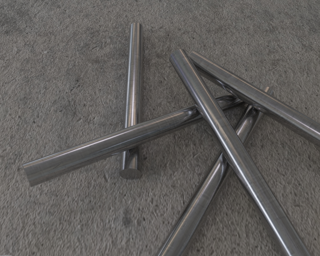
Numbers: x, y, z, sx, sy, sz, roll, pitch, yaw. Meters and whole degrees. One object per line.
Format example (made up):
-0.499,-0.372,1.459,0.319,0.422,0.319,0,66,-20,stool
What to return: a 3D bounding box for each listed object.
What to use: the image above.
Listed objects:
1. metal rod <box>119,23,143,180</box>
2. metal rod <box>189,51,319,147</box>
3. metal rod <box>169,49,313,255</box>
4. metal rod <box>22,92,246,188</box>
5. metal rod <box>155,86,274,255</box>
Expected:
-0.038,-0.061,0.454,0.025,0.025,0.300,-1,50,-1,metal rod
0.161,-0.014,0.389,0.300,0.025,0.025,35,58,16,metal rod
0.083,0.024,0.349,0.025,0.025,0.299,-19,63,-15,metal rod
-0.005,0.001,0.374,0.302,0.025,0.025,-20,53,-27,metal rod
0.072,0.047,0.363,0.025,0.025,0.301,26,54,20,metal rod
